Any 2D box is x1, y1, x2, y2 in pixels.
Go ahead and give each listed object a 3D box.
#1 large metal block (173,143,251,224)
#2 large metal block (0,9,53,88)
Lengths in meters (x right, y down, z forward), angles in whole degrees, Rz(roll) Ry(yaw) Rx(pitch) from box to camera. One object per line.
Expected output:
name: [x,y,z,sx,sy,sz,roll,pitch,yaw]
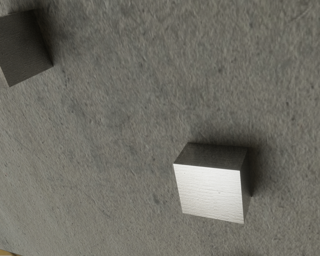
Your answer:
large metal block: [0.069,0.068,0.395,0.080,0.050,0.079,3,120,26]
large metal block: [-0.201,-0.105,0.409,0.050,0.080,0.079,2,119,27]
